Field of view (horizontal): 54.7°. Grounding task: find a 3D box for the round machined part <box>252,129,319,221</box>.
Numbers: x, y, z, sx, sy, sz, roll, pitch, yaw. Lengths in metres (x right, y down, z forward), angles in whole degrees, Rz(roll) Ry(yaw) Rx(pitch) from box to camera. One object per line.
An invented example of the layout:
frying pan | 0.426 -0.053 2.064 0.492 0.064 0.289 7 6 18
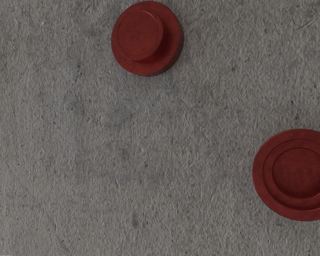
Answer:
round machined part | 0.155 0.049 0.345 0.098 0.042 0.097 0 90 20

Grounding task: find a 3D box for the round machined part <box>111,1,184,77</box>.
round machined part | -0.021 -0.119 0.407 0.098 0.042 0.097 0 90 20
